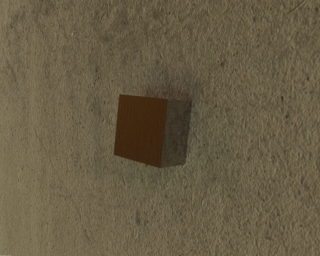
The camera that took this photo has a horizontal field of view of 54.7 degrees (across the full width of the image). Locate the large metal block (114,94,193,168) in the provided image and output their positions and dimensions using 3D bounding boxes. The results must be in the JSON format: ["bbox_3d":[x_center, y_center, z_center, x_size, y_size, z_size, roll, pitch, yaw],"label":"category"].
[{"bbox_3d":[-0.010,0.001,0.396,0.080,0.050,0.079,10,97,39],"label":"large metal block"}]
